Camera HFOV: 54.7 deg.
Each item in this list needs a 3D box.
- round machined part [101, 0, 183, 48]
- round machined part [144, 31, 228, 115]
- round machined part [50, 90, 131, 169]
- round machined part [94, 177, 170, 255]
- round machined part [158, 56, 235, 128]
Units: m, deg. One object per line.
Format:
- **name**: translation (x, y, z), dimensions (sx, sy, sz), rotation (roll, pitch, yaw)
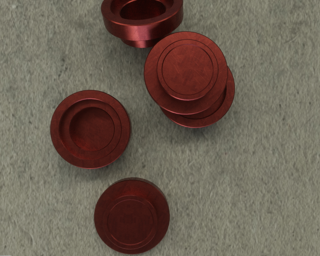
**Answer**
- **round machined part**: translation (-0.020, -0.137, 0.385), dimensions (0.099, 0.042, 0.098), rotation (-3, 51, 3)
- **round machined part**: translation (0.030, -0.064, 0.360), dimensions (0.099, 0.042, 0.097), rotation (0, 90, -1)
- **round machined part**: translation (-0.086, 0.001, 0.400), dimensions (0.099, 0.042, 0.097), rotation (0, 90, -1)
- **round machined part**: translation (-0.037, 0.116, 0.401), dimensions (0.099, 0.042, 0.097), rotation (0, 90, -1)
- **round machined part**: translation (0.043, -0.049, 0.402), dimensions (0.099, 0.042, 0.097), rotation (0, 90, -1)
